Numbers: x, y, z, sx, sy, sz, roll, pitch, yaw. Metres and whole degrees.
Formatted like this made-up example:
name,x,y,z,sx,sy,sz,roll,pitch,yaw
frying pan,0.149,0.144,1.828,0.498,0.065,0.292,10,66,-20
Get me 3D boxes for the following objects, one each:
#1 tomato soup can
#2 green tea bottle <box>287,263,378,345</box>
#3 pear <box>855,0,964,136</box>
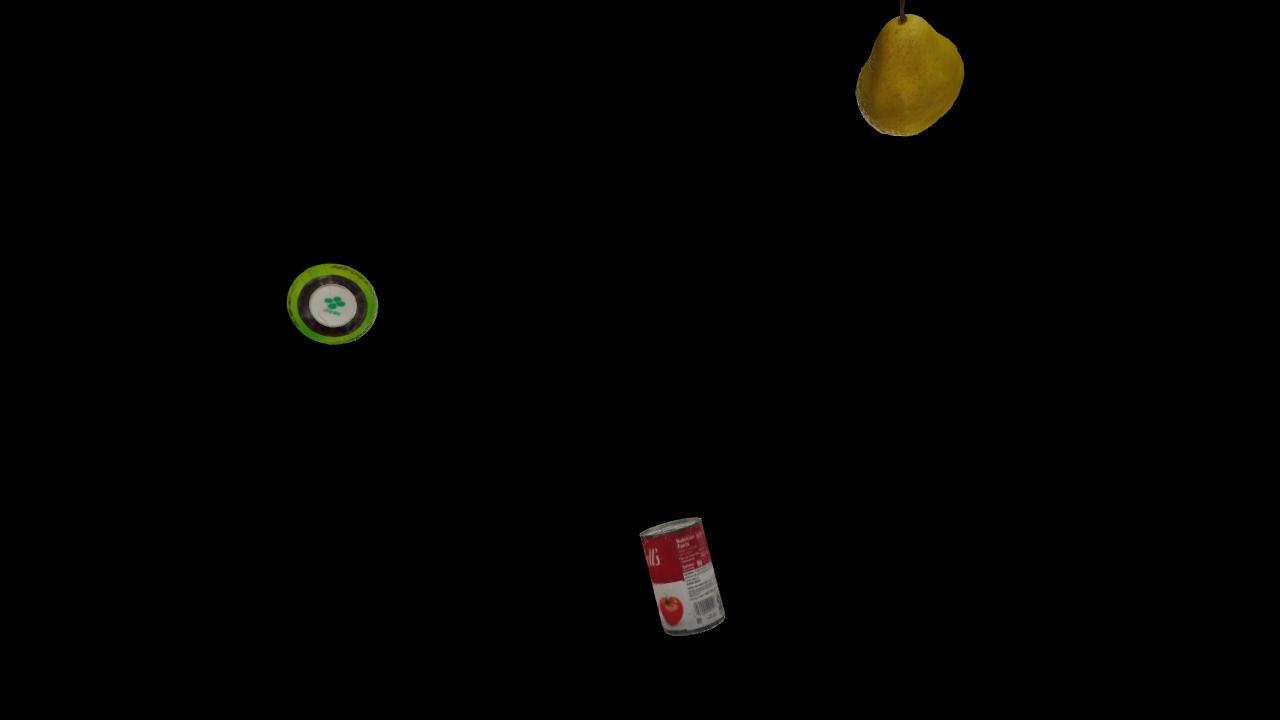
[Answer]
name,x,y,z,sx,sy,sz,roll,pitch,yaw
tomato soup can,0.044,0.221,0.634,0.068,0.101,0.068,-14,-7,-2
green tea bottle,-0.271,-0.049,0.544,0.073,0.073,0.212,0,7,-25
pear,0.202,-0.225,0.473,0.080,0.080,0.111,0,-15,35
